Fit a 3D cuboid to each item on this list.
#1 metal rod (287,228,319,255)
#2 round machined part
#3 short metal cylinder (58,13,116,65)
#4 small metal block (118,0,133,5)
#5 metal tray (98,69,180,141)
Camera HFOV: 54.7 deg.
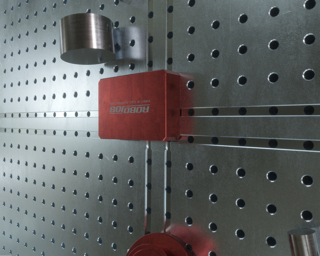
[{"bbox_3d":[0.157,0.246,0.279,0.025,0.025,0.298,-14,81,39],"label":"metal rod"},{"bbox_3d":[-0.007,0.180,0.381,0.098,0.042,0.098,-12,62,25],"label":"round machined part"},{"bbox_3d":[-0.109,-0.130,0.464,0.080,0.081,0.050,-9,85,40],"label":"short metal cylinder"},{"bbox_3d":[-0.050,-0.219,0.451,0.050,0.025,0.050,-48,62,29],"label":"small metal block"},{"bbox_3d":[-0.033,-0.029,0.434,0.130,0.030,0.089,0,90,40],"label":"metal tray"}]
